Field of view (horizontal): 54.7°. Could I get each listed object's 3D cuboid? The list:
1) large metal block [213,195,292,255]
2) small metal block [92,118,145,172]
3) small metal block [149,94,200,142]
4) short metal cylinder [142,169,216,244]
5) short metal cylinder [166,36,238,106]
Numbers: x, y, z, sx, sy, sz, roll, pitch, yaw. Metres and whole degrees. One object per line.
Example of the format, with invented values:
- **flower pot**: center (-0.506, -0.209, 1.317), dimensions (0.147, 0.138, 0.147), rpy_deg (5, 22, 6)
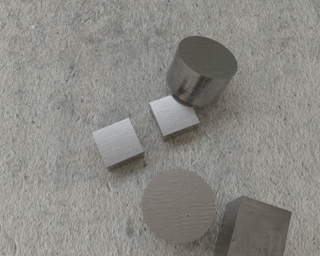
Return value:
- **large metal block**: center (0.094, 0.124, 0.334), dimensions (0.050, 0.080, 0.080), rpy_deg (18, 71, 6)
- **small metal block**: center (-0.053, 0.022, 0.400), dimensions (0.050, 0.025, 0.050), rpy_deg (-23, 72, -8)
- **small metal block**: center (0.019, -0.016, 0.414), dimensions (0.050, 0.025, 0.050), rpy_deg (-20, 72, -7)
- **short metal cylinder**: center (0.021, 0.092, 0.361), dimensions (0.081, 0.050, 0.080), rpy_deg (0, 70, 0)
- **short metal cylinder**: center (0.054, -0.075, 0.408), dimensions (0.081, 0.050, 0.080), rpy_deg (10, 51, -13)
